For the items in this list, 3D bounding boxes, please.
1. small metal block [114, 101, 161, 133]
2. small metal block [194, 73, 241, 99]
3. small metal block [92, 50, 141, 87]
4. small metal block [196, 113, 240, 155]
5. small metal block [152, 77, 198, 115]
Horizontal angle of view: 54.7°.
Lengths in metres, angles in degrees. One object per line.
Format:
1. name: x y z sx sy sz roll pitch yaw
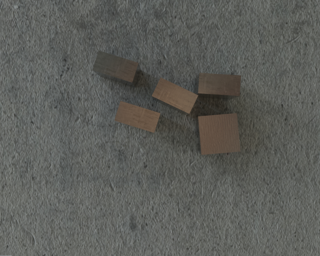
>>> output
1. small metal block: -0.027 -0.014 0.397 0.050 0.050 0.025 17 90 0
2. small metal block: 0.072 -0.053 0.398 0.050 0.050 0.025 4 90 0
3. small metal block: -0.053 -0.074 0.397 0.050 0.050 0.025 17 90 0
4. small metal block: 0.076 0.008 0.410 0.050 0.025 0.050 -5 90 0
5. small metal block: 0.018 -0.039 0.397 0.050 0.050 0.025 25 90 0
